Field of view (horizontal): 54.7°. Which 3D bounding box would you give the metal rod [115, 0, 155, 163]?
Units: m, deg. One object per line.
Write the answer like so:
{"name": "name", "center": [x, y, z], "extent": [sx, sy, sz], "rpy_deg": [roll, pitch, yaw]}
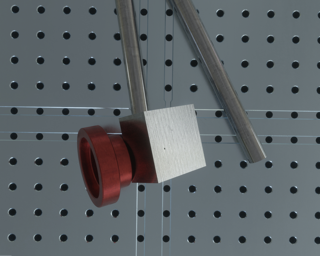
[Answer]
{"name": "metal rod", "center": [-0.035, -0.083, 0.412], "extent": [0.025, 0.025, 0.298], "rpy_deg": [-8, 90, 0]}

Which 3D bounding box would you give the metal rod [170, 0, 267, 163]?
{"name": "metal rod", "center": [0.066, -0.092, 0.414], "extent": [0.025, 0.025, 0.299], "rpy_deg": [-26, 90, 0]}

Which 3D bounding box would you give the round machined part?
{"name": "round machined part", "center": [-0.067, 0.044, 0.382], "extent": [0.042, 0.098, 0.097], "rpy_deg": [-12, 90, -27]}

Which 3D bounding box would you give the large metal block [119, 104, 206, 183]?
{"name": "large metal block", "center": [0.004, 0.018, 0.381], "extent": [0.081, 0.050, 0.080], "rpy_deg": [-12, 90, -41]}
